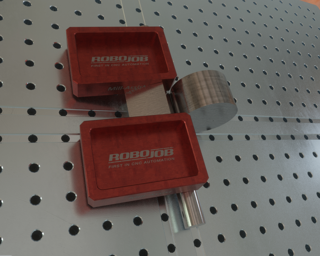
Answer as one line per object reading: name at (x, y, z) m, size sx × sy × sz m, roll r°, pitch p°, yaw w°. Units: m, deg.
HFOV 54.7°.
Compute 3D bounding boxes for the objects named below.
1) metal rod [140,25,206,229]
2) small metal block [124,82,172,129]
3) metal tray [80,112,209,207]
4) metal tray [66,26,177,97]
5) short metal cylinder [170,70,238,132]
metal rod at (0.008, -0.019, 0.419) m, size 0.025 × 0.025 × 0.299 m, roll 0°, pitch 62°, yaw -28°
small metal block at (-0.015, -0.026, 0.398) m, size 0.050 × 0.025 × 0.050 m, roll -13°, pitch 65°, yaw 0°
metal tray at (-0.020, 0.032, 0.352) m, size 0.131 × 0.030 × 0.090 m, roll -6°, pitch 64°, yaw -17°
metal tray at (-0.052, -0.090, 0.410) m, size 0.131 × 0.030 × 0.090 m, roll -6°, pitch 64°, yaw -17°
short metal cylinder at (0.058, -0.034, 0.421) m, size 0.081 × 0.080 × 0.050 m, roll 0°, pitch 62°, yaw -28°
